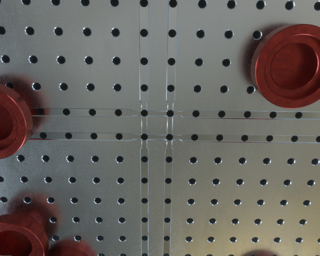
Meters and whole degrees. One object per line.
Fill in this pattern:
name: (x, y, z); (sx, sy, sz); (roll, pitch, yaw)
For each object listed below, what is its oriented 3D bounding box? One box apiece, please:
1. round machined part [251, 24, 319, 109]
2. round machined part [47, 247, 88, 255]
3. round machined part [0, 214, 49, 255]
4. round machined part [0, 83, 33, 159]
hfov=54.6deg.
round machined part: (0.159, -0.076, 0.377); (0.099, 0.042, 0.097); (0, 110, 0)
round machined part: (-0.153, 0.243, 0.493); (0.099, 0.042, 0.097); (0, 110, 0)
round machined part: (-0.216, 0.170, 0.465); (0.099, 0.042, 0.097); (0, 110, 0)
round machined part: (-0.213, -0.012, 0.398); (0.099, 0.042, 0.097); (0, 110, 0)
